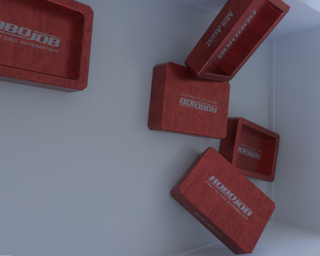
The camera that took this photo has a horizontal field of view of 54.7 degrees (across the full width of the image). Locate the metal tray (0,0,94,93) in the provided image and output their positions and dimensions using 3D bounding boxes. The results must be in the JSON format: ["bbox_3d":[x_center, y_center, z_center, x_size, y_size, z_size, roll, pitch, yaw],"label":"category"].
[{"bbox_3d":[-0.132,-0.088,0.293,0.131,0.030,0.089,7,86,-40],"label":"metal tray"}]

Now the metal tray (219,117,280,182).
[{"bbox_3d":[0.157,0.040,0.538,0.131,0.030,0.090,18,78,-39],"label":"metal tray"}]

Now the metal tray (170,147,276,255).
[{"bbox_3d":[0.091,0.102,0.441,0.130,0.030,0.090,42,58,2],"label":"metal tray"}]

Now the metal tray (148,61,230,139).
[{"bbox_3d":[0.046,-0.034,0.444,0.131,0.030,0.089,9,85,-40],"label":"metal tray"}]

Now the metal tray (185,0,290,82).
[{"bbox_3d":[0.102,-0.122,0.410,0.091,0.129,0.030,-4,49,-49],"label":"metal tray"}]
